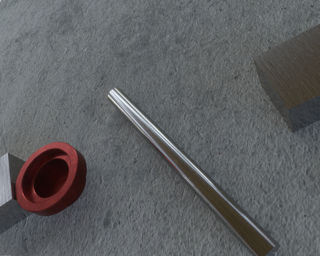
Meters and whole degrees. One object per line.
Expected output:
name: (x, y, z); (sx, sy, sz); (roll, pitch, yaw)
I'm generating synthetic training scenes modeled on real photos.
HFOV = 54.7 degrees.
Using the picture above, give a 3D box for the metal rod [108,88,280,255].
metal rod: (0.016, 0.033, 0.374); (0.025, 0.025, 0.300); (-44, 51, -2)

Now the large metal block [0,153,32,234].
large metal block: (-0.228, 0.096, 0.446); (0.080, 0.050, 0.080); (-33, 52, 6)

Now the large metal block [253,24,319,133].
large metal block: (0.161, -0.054, 0.337); (0.080, 0.050, 0.080); (-27, 53, 11)

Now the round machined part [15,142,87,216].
round machined part: (-0.141, 0.071, 0.420); (0.098, 0.042, 0.098); (-12, 55, 18)
